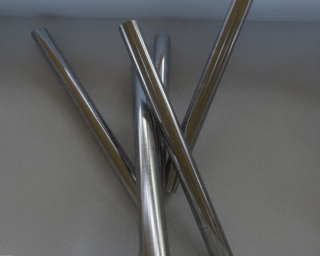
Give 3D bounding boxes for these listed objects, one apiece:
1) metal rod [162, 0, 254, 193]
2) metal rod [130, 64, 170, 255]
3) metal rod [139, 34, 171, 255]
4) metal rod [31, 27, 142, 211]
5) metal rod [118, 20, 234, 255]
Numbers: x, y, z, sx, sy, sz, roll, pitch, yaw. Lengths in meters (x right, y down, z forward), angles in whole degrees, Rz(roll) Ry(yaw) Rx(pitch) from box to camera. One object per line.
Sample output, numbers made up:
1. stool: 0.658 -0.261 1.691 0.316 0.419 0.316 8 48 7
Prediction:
1. metal rod: 0.063 -0.063 0.381 0.025 0.025 0.299 22 91 7
2. metal rod: -0.016 0.020 0.339 0.025 0.025 0.300 -5 46 -2
3. metal rod: -0.003 0.003 0.392 0.025 0.025 0.299 3 64 1
4. metal rod: -0.096 -0.022 0.416 0.025 0.025 0.299 -31 73 -11
5. metal rod: 0.018 0.016 0.358 0.025 0.025 0.299 -21 86 -8
